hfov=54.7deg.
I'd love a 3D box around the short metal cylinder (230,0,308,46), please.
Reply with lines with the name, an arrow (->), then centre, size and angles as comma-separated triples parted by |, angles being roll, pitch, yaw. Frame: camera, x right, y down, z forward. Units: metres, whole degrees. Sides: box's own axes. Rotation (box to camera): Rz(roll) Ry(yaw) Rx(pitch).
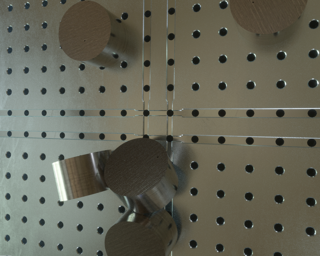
short metal cylinder -> 0.124, -0.141, 0.355 | 0.080, 0.050, 0.079 | 0, 90, 20

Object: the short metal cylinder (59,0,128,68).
short metal cylinder -> -0.092, -0.128, 0.432 | 0.080, 0.050, 0.079 | 0, 90, 20

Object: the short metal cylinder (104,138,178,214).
short metal cylinder -> -0.022, 0.059, 0.387 | 0.080, 0.050, 0.080 | -10, 50, 13

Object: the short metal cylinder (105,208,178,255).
short metal cylinder -> -0.023, 0.143, 0.398 | 0.080, 0.050, 0.079 | 5, 106, 19

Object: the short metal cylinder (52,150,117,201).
short metal cylinder -> -0.100, 0.063, 0.419 | 0.080, 0.080, 0.050 | -16, 85, 19
